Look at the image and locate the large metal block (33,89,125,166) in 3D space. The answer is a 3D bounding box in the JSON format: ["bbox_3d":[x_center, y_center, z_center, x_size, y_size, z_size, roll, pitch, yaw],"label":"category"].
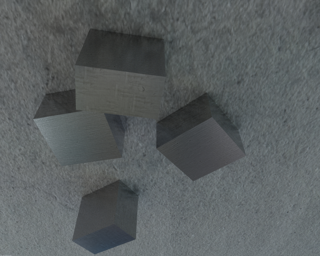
[{"bbox_3d":[-0.095,-0.002,0.387,0.080,0.050,0.080,-9,130,7],"label":"large metal block"}]

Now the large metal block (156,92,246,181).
[{"bbox_3d":[0.052,0.014,0.404,0.080,0.050,0.080,-31,124,23],"label":"large metal block"}]

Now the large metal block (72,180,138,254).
[{"bbox_3d":[-0.083,0.141,0.490,0.080,0.080,0.050,-27,125,21],"label":"large metal block"}]

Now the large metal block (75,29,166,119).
[{"bbox_3d":[-0.039,-0.058,0.321,0.081,0.080,0.050,6,130,-6],"label":"large metal block"}]
